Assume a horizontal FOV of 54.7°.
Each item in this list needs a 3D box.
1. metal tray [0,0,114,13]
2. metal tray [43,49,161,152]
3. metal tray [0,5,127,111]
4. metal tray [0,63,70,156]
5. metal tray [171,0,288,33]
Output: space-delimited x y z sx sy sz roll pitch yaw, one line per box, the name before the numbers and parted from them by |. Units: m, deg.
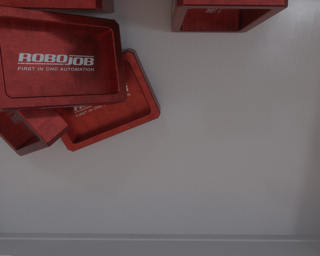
metal tray | -0.119 -0.139 0.323 0.131 0.090 0.030 1 109 -1
metal tray | -0.075 -0.034 0.394 0.130 0.030 0.090 -22 109 7
metal tray | -0.100 -0.066 0.310 0.131 0.030 0.089 -8 92 -38
metal tray | -0.166 -0.015 0.358 0.130 0.030 0.090 -15 118 52
metal tray | 0.059 -0.121 0.309 0.091 0.130 0.030 0 98 0
